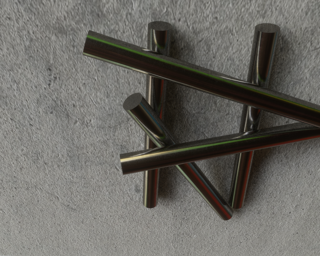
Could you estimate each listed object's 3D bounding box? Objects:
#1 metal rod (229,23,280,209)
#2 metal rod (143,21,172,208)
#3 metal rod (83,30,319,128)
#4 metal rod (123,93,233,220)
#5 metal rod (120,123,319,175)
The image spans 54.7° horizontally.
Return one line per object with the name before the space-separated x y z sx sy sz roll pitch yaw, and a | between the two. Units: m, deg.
metal rod | 0.118 0.010 0.416 0.025 0.025 0.298 -2 130 2
metal rod | -0.008 0.008 0.413 0.025 0.025 0.298 2 130 -2
metal rod | 0.070 -0.045 0.335 0.302 0.025 0.025 15 129 -13
metal rod | 0.042 0.059 0.436 0.025 0.025 0.300 -23 133 18
metal rod | 0.102 0.018 0.383 0.302 0.025 0.025 -10 131 -8
